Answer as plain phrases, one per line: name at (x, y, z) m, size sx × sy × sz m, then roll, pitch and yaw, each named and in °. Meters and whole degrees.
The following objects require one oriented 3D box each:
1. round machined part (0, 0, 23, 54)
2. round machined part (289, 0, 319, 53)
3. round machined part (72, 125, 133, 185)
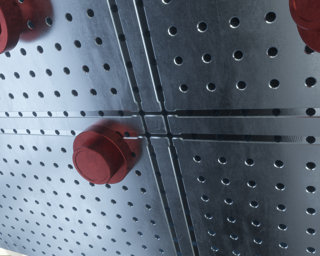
round machined part at (-0.230, -0.153, 0.424) m, size 0.098 × 0.042 × 0.097 m, roll 13°, pitch 124°, yaw 20°
round machined part at (0.135, -0.103, 0.226) m, size 0.042 × 0.098 × 0.097 m, roll 4°, pitch 130°, yaw -20°
round machined part at (-0.094, 0.048, 0.478) m, size 0.098 × 0.042 × 0.097 m, roll 13°, pitch 124°, yaw 20°
